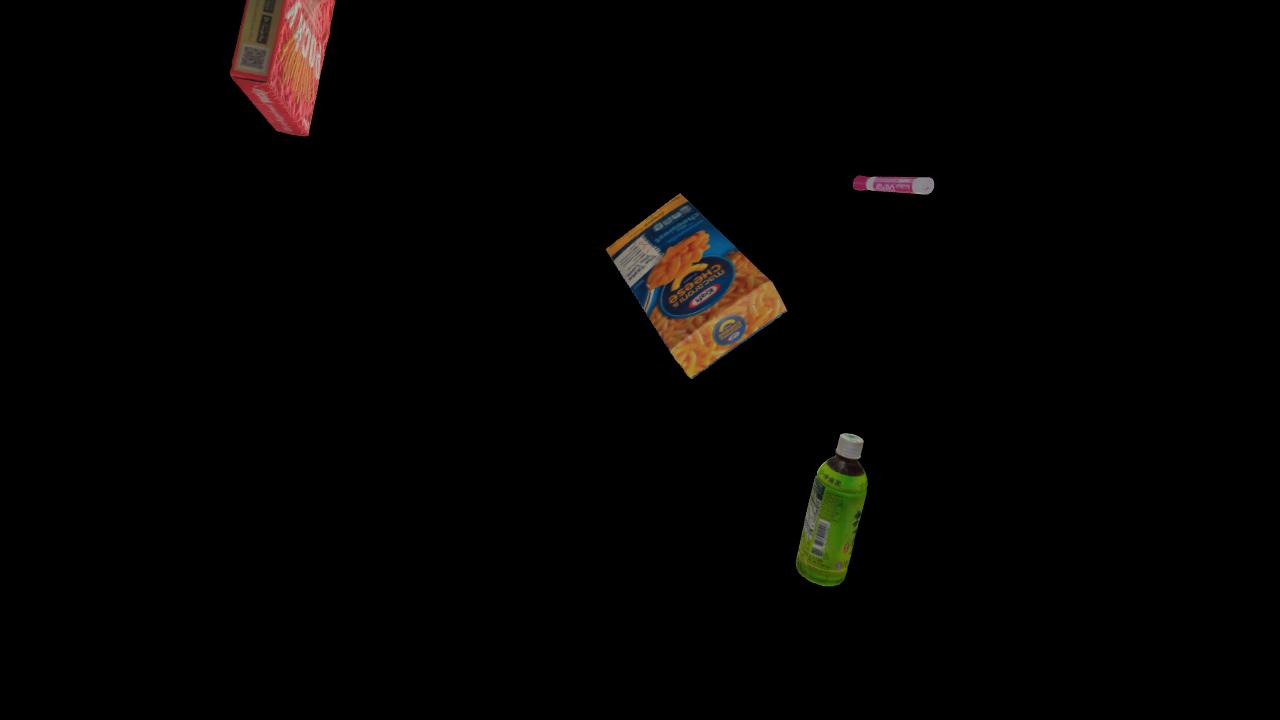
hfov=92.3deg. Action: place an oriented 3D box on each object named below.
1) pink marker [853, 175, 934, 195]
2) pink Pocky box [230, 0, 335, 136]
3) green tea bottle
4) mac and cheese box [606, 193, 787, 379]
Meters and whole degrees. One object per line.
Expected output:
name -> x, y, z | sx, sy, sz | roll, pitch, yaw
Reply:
pink marker -> 0.302, -0.213, 0.745 | 0.020, 0.020, 0.121 | 0, 16, -23
pink Pocky box -> -0.274, -0.267, 0.482 | 0.029, 0.155, 0.084 | 8, -8, -9
green tea bottle -> 0.266, 0.202, 0.839 | 0.073, 0.212, 0.073 | 6, 18, -2
mac and cheese box -> 0.039, -0.072, 0.526 | 0.093, 0.041, 0.184 | -35, 39, 4
